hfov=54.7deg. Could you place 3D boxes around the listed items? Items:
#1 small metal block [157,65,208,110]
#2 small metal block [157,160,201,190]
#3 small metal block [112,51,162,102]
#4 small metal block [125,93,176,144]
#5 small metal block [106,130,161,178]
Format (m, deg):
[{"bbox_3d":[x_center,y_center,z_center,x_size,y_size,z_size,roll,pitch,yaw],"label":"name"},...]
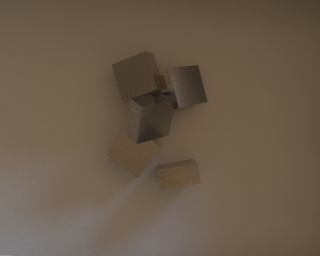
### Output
[{"bbox_3d":[0.029,-0.052,0.400,0.050,0.025,0.050,-14,90,-36],"label":"small metal block"},{"bbox_3d":[0.023,0.059,0.399,0.050,0.050,0.025,-10,90,0],"label":"small metal block"},{"bbox_3d":[-0.028,-0.066,0.403,0.050,0.025,0.050,-16,90,21],"label":"small metal block"},{"bbox_3d":[-0.012,-0.013,0.382,0.050,0.025,0.050,-13,127,-36],"label":"small metal block"},{"bbox_3d":[-0.034,0.030,0.411,0.050,0.025,0.050,36,90,-1],"label":"small metal block"}]
